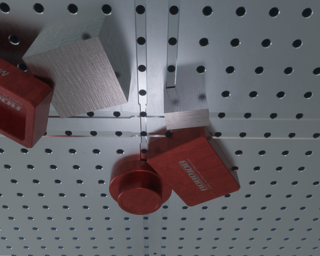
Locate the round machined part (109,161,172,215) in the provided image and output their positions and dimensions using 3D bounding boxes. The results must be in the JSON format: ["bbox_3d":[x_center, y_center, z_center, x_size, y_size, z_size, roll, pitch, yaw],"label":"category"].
[{"bbox_3d":[-0.031,0.099,0.485,0.099,0.042,0.097,0,130,0],"label":"round machined part"}]

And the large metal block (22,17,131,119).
[{"bbox_3d":[-0.085,-0.064,0.340,0.080,0.050,0.080,-13,129,10],"label":"large metal block"}]

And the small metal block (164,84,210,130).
[{"bbox_3d":[0.031,-0.026,0.374,0.050,0.050,0.025,-6,130,5],"label":"small metal block"}]

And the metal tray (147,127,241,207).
[{"bbox_3d":[0.052,0.060,0.460,0.090,0.030,0.130,-25,126,19],"label":"metal tray"}]

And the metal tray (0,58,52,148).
[{"bbox_3d":[-0.187,-0.039,0.336,0.130,0.030,0.089,29,139,-3],"label":"metal tray"}]
